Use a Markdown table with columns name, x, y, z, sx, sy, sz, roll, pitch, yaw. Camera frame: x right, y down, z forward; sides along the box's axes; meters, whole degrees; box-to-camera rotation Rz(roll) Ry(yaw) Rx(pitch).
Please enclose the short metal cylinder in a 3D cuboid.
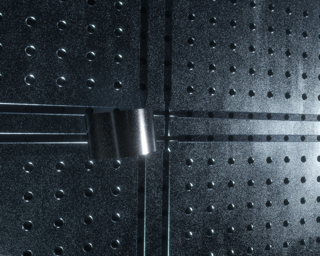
| name | x | y | z | sx | sy | sz | roll | pitch | yaw |
| --- | --- | --- | --- | --- | --- | --- | --- | --- | --- |
| short metal cylinder | -0.046 | 0.005 | 0.367 | 0.081 | 0.080 | 0.050 | -7 | 93 | -20 |
